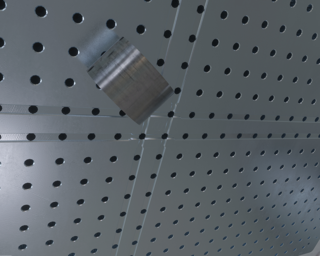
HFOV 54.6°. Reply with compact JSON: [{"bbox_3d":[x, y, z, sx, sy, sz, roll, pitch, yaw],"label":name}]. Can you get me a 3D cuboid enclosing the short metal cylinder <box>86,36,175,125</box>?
[{"bbox_3d":[-0.030,-0.049,0.328,0.050,0.080,0.080,-44,129,2],"label":"short metal cylinder"}]
